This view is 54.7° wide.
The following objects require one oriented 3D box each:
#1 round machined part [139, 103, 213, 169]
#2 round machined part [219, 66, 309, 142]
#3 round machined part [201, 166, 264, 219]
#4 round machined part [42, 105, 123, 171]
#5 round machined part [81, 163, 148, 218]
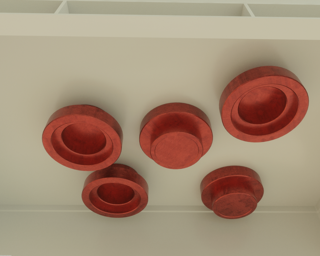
[{"bbox_3d":[0.021,0.018,0.413,0.099,0.042,0.097,0,130,0],"label":"round machined part"},{"bbox_3d":[0.120,-0.032,0.372,0.099,0.042,0.097,0,130,0],"label":"round machined part"},{"bbox_3d":[0.115,0.108,0.491,0.099,0.042,0.097,0,130,0],"label":"round machined part"},{"bbox_3d":[-0.097,0.008,0.404,0.099,0.042,0.097,0,130,0],"label":"round machined part"},{"bbox_3d":[-0.067,0.092,0.476,0.099,0.042,0.097,0,130,0],"label":"round machined part"}]
